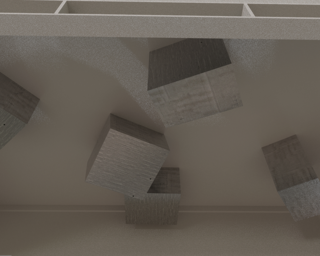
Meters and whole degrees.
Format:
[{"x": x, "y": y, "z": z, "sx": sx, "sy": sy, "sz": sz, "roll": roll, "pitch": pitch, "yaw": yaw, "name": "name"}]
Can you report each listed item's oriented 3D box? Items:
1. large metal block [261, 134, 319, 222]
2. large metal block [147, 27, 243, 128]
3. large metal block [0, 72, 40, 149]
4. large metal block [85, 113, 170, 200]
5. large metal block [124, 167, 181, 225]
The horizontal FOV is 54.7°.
[{"x": 0.190, "y": 0.070, "z": 0.434, "sx": 0.050, "sy": 0.080, "sz": 0.080, "roll": -25, "pitch": 126, "yaw": 20, "name": "large metal block"}, {"x": 0.035, "y": -0.054, "z": 0.327, "sx": 0.080, "sy": 0.080, "sz": 0.050, "roll": -16, "pitch": 128, "yaw": 13, "name": "large metal block"}, {"x": -0.209, "y": -0.022, "z": 0.372, "sx": 0.080, "sy": 0.050, "sz": 0.080, "roll": -35, "pitch": 122, "yaw": 26, "name": "large metal block"}, {"x": -0.044, "y": 0.038, "z": 0.410, "sx": 0.080, "sy": 0.050, "sz": 0.080, "roll": 22, "pitch": 108, "yaw": -18, "name": "large metal block"}, {"x": -0.012, "y": 0.106, "z": 0.483, "sx": 0.081, "sy": 0.050, "sz": 0.079, "roll": 2, "pitch": 130, "yaw": -2, "name": "large metal block"}]
